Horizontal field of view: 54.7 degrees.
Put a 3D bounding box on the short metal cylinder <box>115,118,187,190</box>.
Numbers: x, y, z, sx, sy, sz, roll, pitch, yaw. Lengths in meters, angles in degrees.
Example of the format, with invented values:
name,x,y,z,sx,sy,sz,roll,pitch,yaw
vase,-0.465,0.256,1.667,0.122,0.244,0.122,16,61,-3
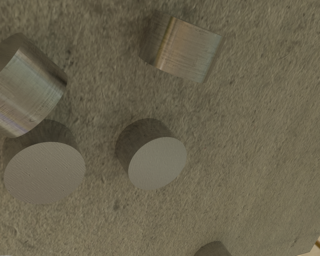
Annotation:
name,x,y,z,sx,sy,sz,roll,pitch,yaw
short metal cylinder,-0.012,0.034,0.406,0.081,0.050,0.079,-14,125,-21

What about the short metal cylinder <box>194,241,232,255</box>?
name,x,y,z,sx,sy,sz,roll,pitch,yaw
short metal cylinder,0.110,0.277,0.625,0.081,0.050,0.079,-14,125,-21

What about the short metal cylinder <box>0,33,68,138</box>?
name,x,y,z,sx,sy,sz,roll,pitch,yaw
short metal cylinder,-0.131,-0.038,0.277,0.080,0.080,0.050,-42,130,1

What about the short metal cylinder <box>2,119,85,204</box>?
name,x,y,z,sx,sy,sz,roll,pitch,yaw
short metal cylinder,-0.129,0.037,0.344,0.081,0.050,0.079,-14,125,-21

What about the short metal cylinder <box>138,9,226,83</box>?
name,x,y,z,sx,sy,sz,roll,pitch,yaw
short metal cylinder,0.023,-0.088,0.331,0.081,0.080,0.050,8,114,-33
